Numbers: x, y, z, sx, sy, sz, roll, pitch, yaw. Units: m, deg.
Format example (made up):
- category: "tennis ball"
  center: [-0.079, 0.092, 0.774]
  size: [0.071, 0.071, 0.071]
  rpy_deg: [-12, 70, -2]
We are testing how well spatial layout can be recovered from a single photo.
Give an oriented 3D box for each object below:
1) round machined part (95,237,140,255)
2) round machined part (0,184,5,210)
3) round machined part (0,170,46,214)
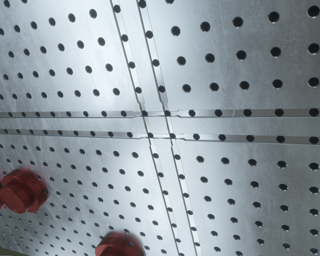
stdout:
- category: "round machined part"
  center: [-0.088, 0.266, 0.612]
  size: [0.098, 0.042, 0.097]
  rpy_deg: [13, 124, 21]
- category: "round machined part"
  center: [-0.403, 0.154, 0.710]
  size: [0.098, 0.042, 0.097]
  rpy_deg: [13, 124, 21]
- category: "round machined part"
  center: [-0.289, 0.138, 0.639]
  size: [0.098, 0.042, 0.097]
  rpy_deg: [13, 124, 21]
